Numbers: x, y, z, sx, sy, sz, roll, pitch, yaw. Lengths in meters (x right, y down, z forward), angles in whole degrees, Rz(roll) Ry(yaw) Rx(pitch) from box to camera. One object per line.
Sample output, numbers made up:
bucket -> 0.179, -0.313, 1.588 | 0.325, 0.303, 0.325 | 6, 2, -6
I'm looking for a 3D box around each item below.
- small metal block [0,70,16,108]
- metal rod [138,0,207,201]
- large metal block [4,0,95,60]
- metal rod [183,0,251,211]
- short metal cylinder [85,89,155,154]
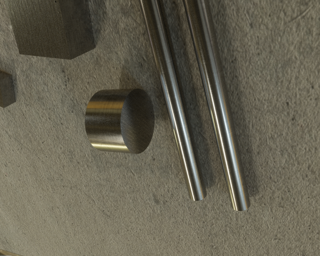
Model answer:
small metal block -> -0.266, -0.067, 0.503 | 0.050, 0.025, 0.050 | 21, 126, 15
metal rod -> 0.017, -0.037, 0.373 | 0.025, 0.025, 0.298 | -1, 118, 28
large metal block -> -0.133, -0.133, 0.376 | 0.080, 0.050, 0.079 | 10, 123, 22
metal rod -> 0.067, -0.029, 0.353 | 0.025, 0.025, 0.298 | -3, 117, 29
short metal cylinder -> -0.048, -0.009, 0.389 | 0.050, 0.080, 0.079 | 2, 119, 27
